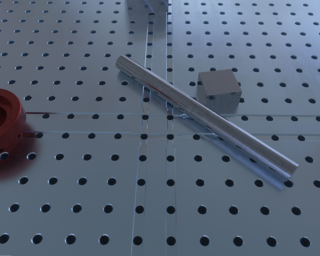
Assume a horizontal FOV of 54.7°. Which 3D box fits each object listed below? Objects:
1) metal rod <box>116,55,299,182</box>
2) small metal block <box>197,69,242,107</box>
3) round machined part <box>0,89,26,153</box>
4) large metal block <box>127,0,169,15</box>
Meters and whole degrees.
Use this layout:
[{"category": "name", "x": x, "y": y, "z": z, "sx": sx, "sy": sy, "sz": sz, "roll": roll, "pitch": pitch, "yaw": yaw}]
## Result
[{"category": "metal rod", "x": 0.047, "y": -0.026, "z": 0.429, "sx": 0.300, "sy": 0.025, "sz": 0.025, "roll": 36, "pitch": 59, "yaw": 26}, {"category": "small metal block", "x": 0.087, "y": -0.059, "z": 0.458, "sx": 0.050, "sy": 0.025, "sz": 0.050, "roll": -7, "pitch": 50, "yaw": -7}, {"category": "round machined part", "x": -0.222, "y": -0.003, "z": 0.397, "sx": 0.099, "sy": 0.042, "sz": 0.098, "roll": 0, "pitch": 50, "yaw": 0}, {"category": "large metal block", "x": -0.030, "y": -0.274, "z": 0.621, "sx": 0.081, "sy": 0.050, "sz": 0.080, "roll": -7, "pitch": 50, "yaw": -6}]
